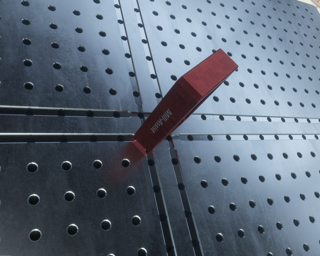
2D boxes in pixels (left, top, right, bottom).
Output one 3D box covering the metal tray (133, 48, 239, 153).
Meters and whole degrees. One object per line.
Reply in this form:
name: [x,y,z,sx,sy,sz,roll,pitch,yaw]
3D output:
metal tray: [0.028,-0.030,0.375,0.030,0.129,0.091,47,51,4]
